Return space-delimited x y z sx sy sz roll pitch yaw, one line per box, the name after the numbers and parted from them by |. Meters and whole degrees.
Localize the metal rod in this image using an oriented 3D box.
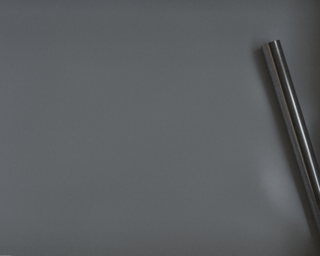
0.191 0.030 0.413 0.025 0.025 0.298 -17 90 0 | metal rod
